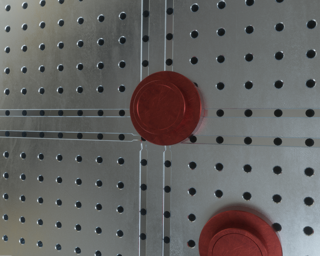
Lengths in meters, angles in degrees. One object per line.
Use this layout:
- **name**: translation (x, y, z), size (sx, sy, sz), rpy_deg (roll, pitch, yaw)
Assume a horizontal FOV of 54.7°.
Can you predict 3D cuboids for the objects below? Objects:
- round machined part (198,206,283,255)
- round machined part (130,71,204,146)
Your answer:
- **round machined part**: translation (0.094, 0.148, 0.370), size (0.098, 0.042, 0.097), rpy_deg (0, 90, 19)
- **round machined part**: translation (0.005, -0.026, 0.401), size (0.098, 0.042, 0.097), rpy_deg (0, 90, 19)
